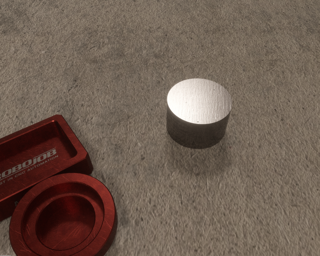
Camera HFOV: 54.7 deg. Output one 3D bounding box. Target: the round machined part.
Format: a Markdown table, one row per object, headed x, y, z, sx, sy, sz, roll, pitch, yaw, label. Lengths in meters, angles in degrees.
| x | y | z | sx | sy | sz | roll | pitch | yaw | label |
| --- | --- | --- | --- | --- | --- | --- | --- | --- | --- |
| -0.091 | 0.097 | 0.309 | 0.099 | 0.042 | 0.098 | 1 | 50 | 0 | round machined part |

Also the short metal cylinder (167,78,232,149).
| x | y | z | sx | sy | sz | roll | pitch | yaw | label |
| --- | --- | --- | --- | --- | --- | --- | --- | --- | --- |
| 0.049 | -0.019 | 0.404 | 0.081 | 0.050 | 0.080 | 0 | 50 | 0 | short metal cylinder |

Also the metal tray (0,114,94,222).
| x | y | z | sx | sy | sz | roll | pitch | yaw | label |
| --- | --- | --- | --- | --- | --- | --- | --- | --- | --- |
| -0.156 | 0.043 | 0.355 | 0.131 | 0.030 | 0.090 | -27 | 49 | -22 | metal tray |
